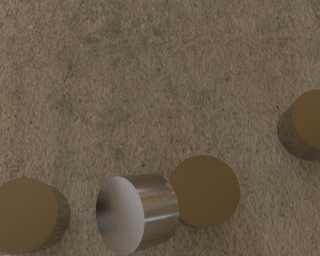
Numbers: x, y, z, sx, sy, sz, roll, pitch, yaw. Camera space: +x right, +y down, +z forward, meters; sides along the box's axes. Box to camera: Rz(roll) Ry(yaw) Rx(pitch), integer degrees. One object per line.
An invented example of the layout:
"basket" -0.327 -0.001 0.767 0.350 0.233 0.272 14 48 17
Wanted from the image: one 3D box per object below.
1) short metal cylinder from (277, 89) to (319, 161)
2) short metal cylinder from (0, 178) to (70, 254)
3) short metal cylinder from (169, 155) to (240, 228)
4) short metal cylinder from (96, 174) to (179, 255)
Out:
"short metal cylinder" 0.200 -0.003 0.398 0.081 0.050 0.080 0 70 0
"short metal cylinder" -0.150 0.101 0.356 0.081 0.050 0.080 0 70 0
"short metal cylinder" 0.049 0.077 0.367 0.081 0.050 0.080 0 70 0
"short metal cylinder" -0.026 0.091 0.339 0.050 0.080 0.080 4 62 -46
